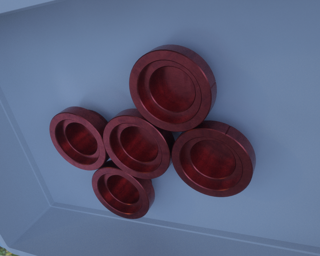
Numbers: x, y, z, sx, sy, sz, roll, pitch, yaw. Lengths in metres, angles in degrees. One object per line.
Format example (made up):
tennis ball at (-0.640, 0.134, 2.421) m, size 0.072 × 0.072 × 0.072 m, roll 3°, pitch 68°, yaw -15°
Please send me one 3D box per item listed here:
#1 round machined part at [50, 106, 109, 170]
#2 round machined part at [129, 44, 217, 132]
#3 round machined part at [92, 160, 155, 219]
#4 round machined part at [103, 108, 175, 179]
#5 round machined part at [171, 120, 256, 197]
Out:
round machined part at (-0.111, 0.011, 0.460) m, size 0.098 × 0.042 × 0.097 m, roll 13°, pitch 124°, yaw 21°
round machined part at (0.018, -0.048, 0.356) m, size 0.098 × 0.042 × 0.097 m, roll 13°, pitch 124°, yaw 21°
round machined part at (-0.052, 0.088, 0.476) m, size 0.098 × 0.042 × 0.097 m, roll 13°, pitch 124°, yaw 21°
round machined part at (-0.023, 0.017, 0.416) m, size 0.098 × 0.042 × 0.097 m, roll 13°, pitch 124°, yaw 21°
round machined part at (0.067, 0.033, 0.379) m, size 0.098 × 0.042 × 0.097 m, roll 13°, pitch 124°, yaw 21°
